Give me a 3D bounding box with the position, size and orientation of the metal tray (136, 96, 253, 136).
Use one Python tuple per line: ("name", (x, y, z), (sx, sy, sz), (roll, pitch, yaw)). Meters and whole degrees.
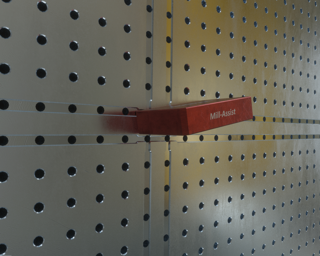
("metal tray", (0.047, -0.017, 0.404), (0.131, 0.090, 0.030), (-12, 98, -39))
